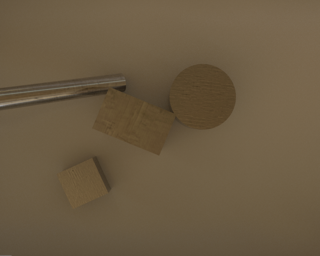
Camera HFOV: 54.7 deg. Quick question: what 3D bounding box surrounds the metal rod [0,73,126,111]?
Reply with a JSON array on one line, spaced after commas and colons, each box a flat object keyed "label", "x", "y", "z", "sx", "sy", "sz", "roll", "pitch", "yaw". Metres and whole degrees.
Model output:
[{"label": "metal rod", "x": -0.182, "y": -0.031, "z": 0.344, "sx": 0.303, "sy": 0.025, "sz": 0.025, "roll": -13, "pitch": 90, "yaw": -27}]

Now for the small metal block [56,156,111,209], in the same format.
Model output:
[{"label": "small metal block", "x": -0.100, "y": 0.071, "z": 0.410, "sx": 0.050, "sy": 0.025, "sz": 0.050, "roll": -25, "pitch": 90, "yaw": -1}]

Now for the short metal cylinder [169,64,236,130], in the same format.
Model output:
[{"label": "short metal cylinder", "x": 0.052, "y": -0.038, "z": 0.400, "sx": 0.081, "sy": 0.050, "sz": 0.079, "roll": 0, "pitch": 90, "yaw": -1}]

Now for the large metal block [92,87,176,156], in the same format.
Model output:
[{"label": "large metal block", "x": -0.029, "y": -0.008, "z": 0.384, "sx": 0.080, "sy": 0.080, "sz": 0.050, "roll": 22, "pitch": 90, "yaw": -1}]
